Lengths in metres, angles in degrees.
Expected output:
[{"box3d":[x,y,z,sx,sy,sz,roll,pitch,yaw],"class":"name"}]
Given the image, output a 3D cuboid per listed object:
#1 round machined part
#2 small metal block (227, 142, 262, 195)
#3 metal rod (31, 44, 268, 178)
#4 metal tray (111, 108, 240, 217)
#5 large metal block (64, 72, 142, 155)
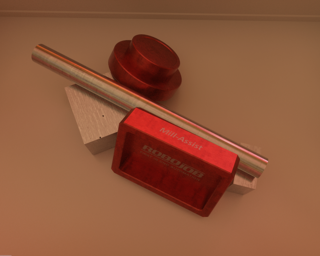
[{"box3d":[-0.013,-0.084,0.402,0.099,0.042,0.098,22,39,-18],"class":"round machined part"},{"box3d":[0.100,0.051,0.377,0.025,0.050,0.050,14,71,5],"class":"small metal block"},{"box3d":[-0.019,-0.024,0.362,0.301,0.025,0.025,28,72,9],"class":"metal rod"},{"box3d":[0.012,0.042,0.355,0.130,0.089,0.030,25,45,8],"class":"metal tray"},{"box3d":[-0.066,-0.022,0.402,0.080,0.050,0.080,-21,72,-8],"class":"large metal block"}]
